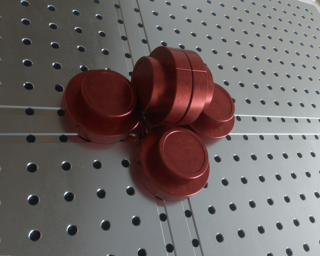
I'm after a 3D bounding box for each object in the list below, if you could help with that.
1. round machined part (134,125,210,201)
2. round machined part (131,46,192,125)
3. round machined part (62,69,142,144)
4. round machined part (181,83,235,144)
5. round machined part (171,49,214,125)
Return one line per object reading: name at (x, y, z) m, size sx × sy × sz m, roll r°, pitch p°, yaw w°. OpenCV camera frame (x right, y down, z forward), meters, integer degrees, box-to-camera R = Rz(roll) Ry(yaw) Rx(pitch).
round machined part at (0.021, 0.038, 0.387) m, size 0.099 × 0.042 × 0.098 m, roll 14°, pitch 56°, yaw -21°
round machined part at (-0.005, -0.052, 0.384) m, size 0.042 × 0.097 × 0.098 m, roll 1°, pitch 61°, yaw -28°
round machined part at (-0.067, -0.033, 0.382) m, size 0.099 × 0.042 × 0.098 m, roll 14°, pitch 56°, yaw -21°
round machined part at (0.070, -0.029, 0.454) m, size 0.099 × 0.042 × 0.098 m, roll 14°, pitch 56°, yaw -21°
round machined part at (0.033, -0.053, 0.406) m, size 0.042 × 0.097 × 0.098 m, roll -1°, pitch 62°, yaw -29°
